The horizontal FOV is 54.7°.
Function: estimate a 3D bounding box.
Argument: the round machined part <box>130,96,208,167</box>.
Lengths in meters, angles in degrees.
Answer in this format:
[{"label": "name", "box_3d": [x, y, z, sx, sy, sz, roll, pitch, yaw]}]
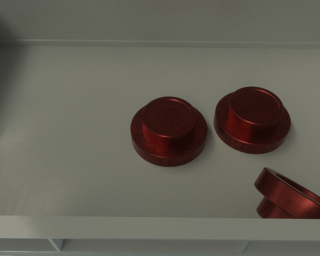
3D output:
[{"label": "round machined part", "box_3d": [0.011, -0.002, 0.396, 0.099, 0.042, 0.098, 0, 50, 0]}]

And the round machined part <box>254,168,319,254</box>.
[{"label": "round machined part", "box_3d": [0.135, 0.082, 0.302, 0.098, 0.098, 0.042, 33, 98, 24]}]

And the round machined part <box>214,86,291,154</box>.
[{"label": "round machined part", "box_3d": [0.123, -0.017, 0.409, 0.099, 0.042, 0.098, 0, 50, 0]}]
